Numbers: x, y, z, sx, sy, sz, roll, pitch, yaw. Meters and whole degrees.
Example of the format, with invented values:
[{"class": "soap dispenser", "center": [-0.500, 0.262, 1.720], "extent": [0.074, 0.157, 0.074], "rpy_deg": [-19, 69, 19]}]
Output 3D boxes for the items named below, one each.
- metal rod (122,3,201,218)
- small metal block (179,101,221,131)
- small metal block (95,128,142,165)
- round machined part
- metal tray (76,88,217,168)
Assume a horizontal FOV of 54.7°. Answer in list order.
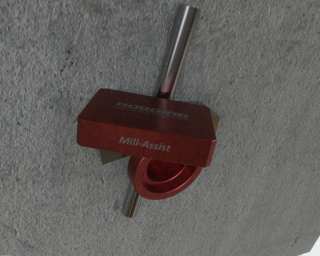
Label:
[{"class": "metal rod", "center": [-0.006, -0.005, 0.404], "extent": [0.025, 0.025, 0.298], "rpy_deg": [2, 117, -30]}, {"class": "small metal block", "center": [0.042, -0.014, 0.408], "extent": [0.050, 0.050, 0.025], "rpy_deg": [-2, 119, -28]}, {"class": "small metal block", "center": [-0.054, 0.012, 0.371], "extent": [0.050, 0.050, 0.025], "rpy_deg": [-18, 126, -19]}, {"class": "round machined part", "center": [0.005, 0.040, 0.390], "extent": [0.099, 0.042, 0.097], "rpy_deg": [-16, 129, -21]}, {"class": "metal tray", "center": [-0.011, -0.004, 0.329], "extent": [0.131, 0.090, 0.030], "rpy_deg": [10, 115, -1]}]
